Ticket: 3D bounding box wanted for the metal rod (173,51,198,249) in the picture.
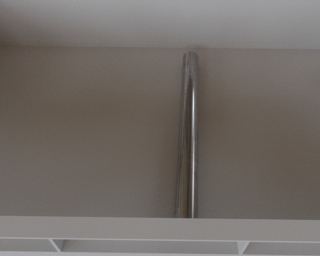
[{"bbox_3d":[0.037,0.001,0.404,0.025,0.025,0.300,4,50,3],"label":"metal rod"}]
